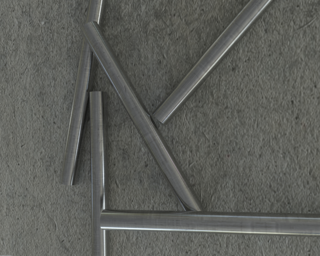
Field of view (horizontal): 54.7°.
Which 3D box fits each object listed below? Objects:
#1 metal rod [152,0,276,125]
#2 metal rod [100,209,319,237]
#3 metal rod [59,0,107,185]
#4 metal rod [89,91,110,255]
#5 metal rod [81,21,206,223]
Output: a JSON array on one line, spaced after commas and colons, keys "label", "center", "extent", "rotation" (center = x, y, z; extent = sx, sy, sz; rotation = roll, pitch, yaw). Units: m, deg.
[{"label": "metal rod", "center": [0.095, -0.122, 0.375], "extent": [0.025, 0.025, 0.299], "rotation": [45, 104, 14]}, {"label": "metal rod", "center": [0.077, 0.110, 0.359], "extent": [0.301, 0.025, 0.025], "rotation": [-2, 90, 11]}, {"label": "metal rod", "center": [-0.109, -0.066, 0.447], "extent": [0.025, 0.025, 0.298], "rotation": [12, 94, 19]}, {"label": "metal rod", "center": [-0.085, 0.098, 0.438], "extent": [0.025, 0.025, 0.298], "rotation": [-1, 90, 20]}, {"label": "metal rod", "center": [-0.021, -0.007, 0.404], "extent": [0.025, 0.025, 0.299], "rotation": [-32, 84, 17]}]
